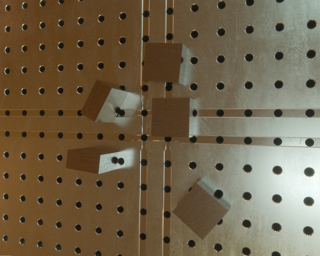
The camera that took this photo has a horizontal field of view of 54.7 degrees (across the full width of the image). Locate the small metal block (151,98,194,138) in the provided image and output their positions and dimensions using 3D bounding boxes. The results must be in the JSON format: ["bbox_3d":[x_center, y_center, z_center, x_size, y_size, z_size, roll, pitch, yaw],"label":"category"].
[{"bbox_3d":[0.017,-0.013,0.406,0.050,0.025,0.050,2,91,19],"label":"small metal block"}]

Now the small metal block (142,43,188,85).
[{"bbox_3d":[0.007,-0.084,0.409,0.050,0.025,0.050,7,92,19],"label":"small metal block"}]

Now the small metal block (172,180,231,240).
[{"bbox_3d":[0.053,0.103,0.393,0.050,0.025,0.050,41,102,15],"label":"small metal block"}]

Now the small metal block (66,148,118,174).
[{"bbox_3d":[-0.093,0.044,0.431,0.050,0.050,0.025,7,93,19],"label":"small metal block"}]

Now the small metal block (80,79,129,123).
[{"bbox_3d":[-0.075,-0.035,0.424,0.025,0.050,0.050,31,100,17],"label":"small metal block"}]
